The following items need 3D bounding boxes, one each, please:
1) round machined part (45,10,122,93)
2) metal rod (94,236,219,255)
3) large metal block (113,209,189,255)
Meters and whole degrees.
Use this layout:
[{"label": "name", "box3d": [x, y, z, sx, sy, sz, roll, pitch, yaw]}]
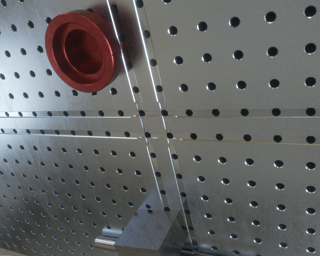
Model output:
[{"label": "round machined part", "box3d": [-0.089, -0.097, 0.386, 0.098, 0.042, 0.097, 13, 124, 20]}, {"label": "metal rod", "box3d": [0.011, 0.221, 0.540, 0.300, 0.025, 0.025, -2, 118, 28]}, {"label": "large metal block", "box3d": [-0.011, 0.176, 0.489, 0.080, 0.080, 0.050, -7, 115, 31]}]
